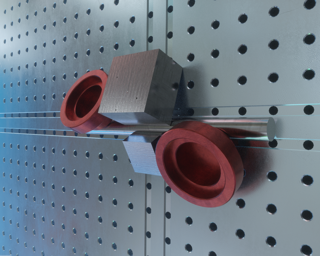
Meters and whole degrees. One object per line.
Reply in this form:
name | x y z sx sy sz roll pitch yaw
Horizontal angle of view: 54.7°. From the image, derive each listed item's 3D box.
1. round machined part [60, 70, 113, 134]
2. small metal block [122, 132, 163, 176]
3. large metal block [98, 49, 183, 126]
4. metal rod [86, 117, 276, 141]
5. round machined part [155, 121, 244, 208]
round machined part | -0.100 -0.035 0.464 0.098 0.042 0.098 -20 52 29
small metal block | -0.016 0.033 0.410 0.050 0.025 0.050 1 120 40
large metal block | -0.025 -0.049 0.399 0.080 0.050 0.080 1 73 40
metal rod | -0.002 -0.001 0.412 0.300 0.025 0.025 1 91 40
round machined part | 0.047 0.036 0.344 0.098 0.042 0.097 20 127 30
